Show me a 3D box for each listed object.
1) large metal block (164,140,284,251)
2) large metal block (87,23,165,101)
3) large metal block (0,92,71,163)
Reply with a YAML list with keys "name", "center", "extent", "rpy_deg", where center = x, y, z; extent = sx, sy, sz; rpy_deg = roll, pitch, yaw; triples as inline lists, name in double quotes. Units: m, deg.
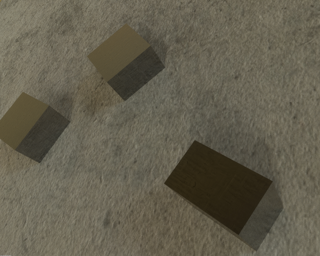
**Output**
- name: "large metal block"
  center: [0.063, 0.065, 0.295]
  extent: [0.080, 0.080, 0.050]
  rpy_deg: [29, 78, 37]
- name: "large metal block"
  center: [-0.053, -0.102, 0.476]
  extent: [0.080, 0.050, 0.080]
  rpy_deg: [-40, 51, 0]
- name: "large metal block"
  center: [-0.206, -0.002, 0.495]
  extent: [0.080, 0.050, 0.080]
  rpy_deg: [24, 74, 36]
